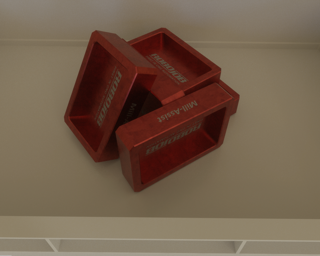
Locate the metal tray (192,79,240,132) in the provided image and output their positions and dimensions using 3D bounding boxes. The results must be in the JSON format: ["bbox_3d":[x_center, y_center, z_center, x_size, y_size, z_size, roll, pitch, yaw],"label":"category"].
[{"bbox_3d":[0.037,-0.053,0.447,0.091,0.030,0.130,-28,55,-20],"label":"metal tray"}]

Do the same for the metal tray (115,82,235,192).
[{"bbox_3d":[0.018,0.011,0.351,0.131,0.089,0.030,-26,55,-21],"label":"metal tray"}]

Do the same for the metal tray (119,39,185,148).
[{"bbox_3d":[-0.023,-0.043,0.396,0.030,0.089,0.130,-30,57,-23],"label":"metal tray"}]

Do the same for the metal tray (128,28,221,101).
[{"bbox_3d":[0.009,-0.086,0.433,0.091,0.030,0.130,-30,56,-23],"label":"metal tray"}]

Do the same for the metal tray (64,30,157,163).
[{"bbox_3d":[-0.064,-0.035,0.366,0.030,0.129,0.090,-6,42,-47],"label":"metal tray"}]
